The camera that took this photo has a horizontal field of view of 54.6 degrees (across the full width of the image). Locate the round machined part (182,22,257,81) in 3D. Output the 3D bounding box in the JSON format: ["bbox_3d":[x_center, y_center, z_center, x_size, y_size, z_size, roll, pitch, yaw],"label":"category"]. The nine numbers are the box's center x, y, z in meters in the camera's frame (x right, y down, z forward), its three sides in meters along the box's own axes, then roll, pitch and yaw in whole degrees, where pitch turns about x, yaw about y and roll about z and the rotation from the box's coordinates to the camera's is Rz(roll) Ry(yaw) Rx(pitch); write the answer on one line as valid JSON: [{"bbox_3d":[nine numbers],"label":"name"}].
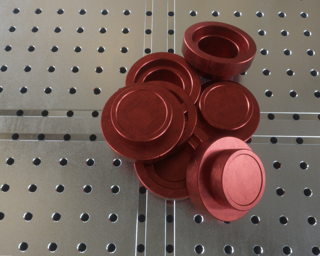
[{"bbox_3d":[0.078,-0.102,0.429,0.099,0.042,0.098,4,49,-5],"label":"round machined part"}]

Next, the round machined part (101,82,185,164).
[{"bbox_3d":[-0.020,-0.010,0.361,0.099,0.042,0.098,0,70,0],"label":"round machined part"}]

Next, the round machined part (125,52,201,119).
[{"bbox_3d":[0.004,-0.050,0.421,0.099,0.042,0.098,0,70,0],"label":"round machined part"}]

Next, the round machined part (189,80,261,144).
[{"bbox_3d":[0.084,-0.022,0.411,0.099,0.042,0.098,0,70,0],"label":"round machined part"}]

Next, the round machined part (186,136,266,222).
[{"bbox_3d":[0.082,0.058,0.356,0.099,0.042,0.098,3,84,-32],"label":"round machined part"}]

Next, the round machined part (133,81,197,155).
[{"bbox_3d":[-0.003,-0.009,0.406,0.099,0.042,0.098,0,70,0],"label":"round machined part"}]

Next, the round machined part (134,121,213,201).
[{"bbox_3d":[0.018,0.041,0.388,0.099,0.042,0.098,0,70,0],"label":"round machined part"}]
